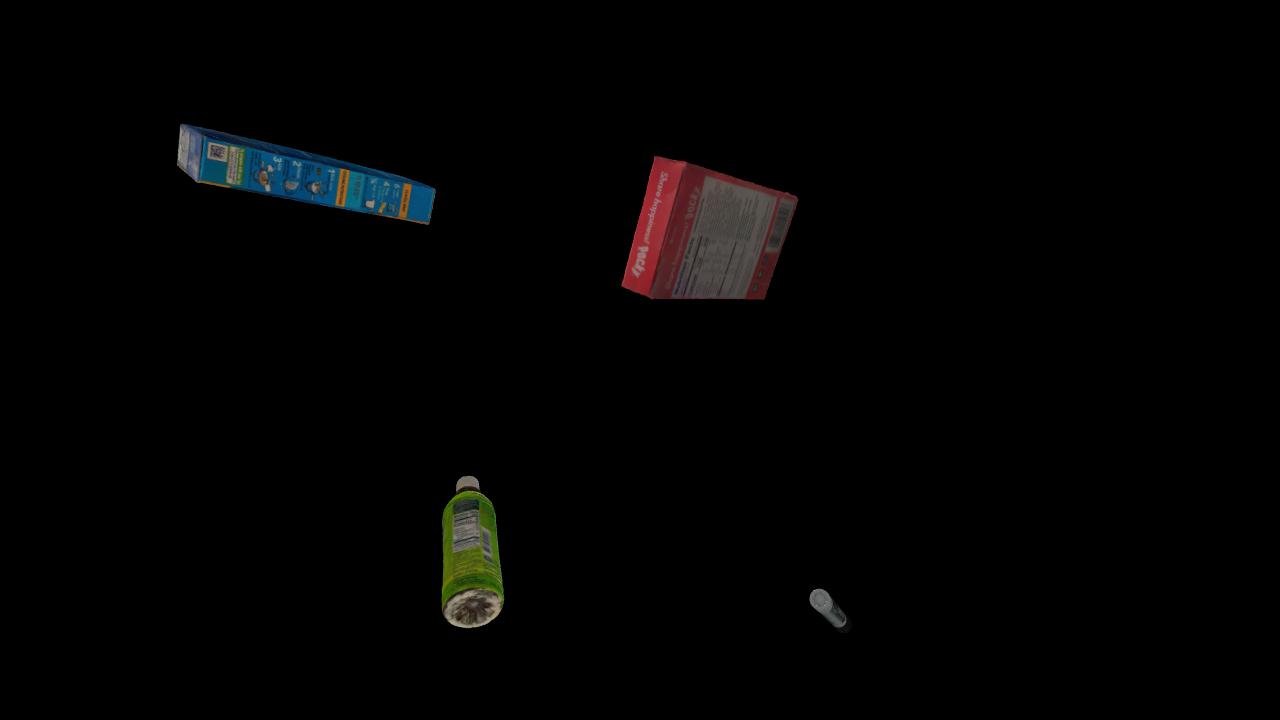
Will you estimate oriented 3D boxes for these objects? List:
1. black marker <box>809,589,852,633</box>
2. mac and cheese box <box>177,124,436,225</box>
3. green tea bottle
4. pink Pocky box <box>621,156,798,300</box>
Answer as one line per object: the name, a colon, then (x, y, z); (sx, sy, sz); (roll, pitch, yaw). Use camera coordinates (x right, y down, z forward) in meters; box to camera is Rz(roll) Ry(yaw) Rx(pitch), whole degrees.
black marker: (0.189, 0.249, 0.605); (0.020, 0.020, 0.121); (0, -31, 30)
mac and cheese box: (-0.289, -0.161, 0.544); (0.184, 0.041, 0.093); (2, 18, -46)
green tea bottle: (-0.212, 0.226, 0.773); (0.073, 0.073, 0.212); (0, 32, -16)
pink Pocky box: (0.054, -0.085, 0.430); (0.029, 0.084, 0.155); (27, 21, 34)
